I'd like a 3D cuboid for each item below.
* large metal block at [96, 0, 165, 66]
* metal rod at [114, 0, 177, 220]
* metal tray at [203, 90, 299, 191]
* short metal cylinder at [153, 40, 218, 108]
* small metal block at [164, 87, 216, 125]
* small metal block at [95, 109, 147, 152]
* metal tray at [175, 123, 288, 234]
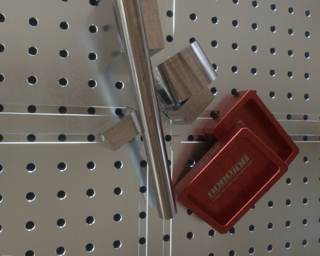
[{"bbox_3d":[-0.038,-0.124,0.369,0.050,0.080,0.080,-11,94,-20],"label":"large metal block"},{"bbox_3d":[-0.014,-0.022,0.345,0.025,0.025,0.298,-19,116,-19],"label":"metal rod"},{"bbox_3d":[0.138,0.019,0.460,0.090,0.030,0.130,-46,104,-14],"label":"metal tray"},{"bbox_3d":[0.025,-0.068,0.392,0.080,0.080,0.050,-36,102,-16],"label":"short metal cylinder"},{"bbox_3d":[0.039,-0.031,0.413,0.025,0.050,0.050,47,76,-14],"label":"small metal block"},{"bbox_3d":[-0.048,0.002,0.382,0.050,0.050,0.025,-38,102,-16],"label":"small metal block"},{"bbox_3d":[0.095,0.069,0.421,0.090,0.030,0.130,41,96,-13],"label":"metal tray"}]
